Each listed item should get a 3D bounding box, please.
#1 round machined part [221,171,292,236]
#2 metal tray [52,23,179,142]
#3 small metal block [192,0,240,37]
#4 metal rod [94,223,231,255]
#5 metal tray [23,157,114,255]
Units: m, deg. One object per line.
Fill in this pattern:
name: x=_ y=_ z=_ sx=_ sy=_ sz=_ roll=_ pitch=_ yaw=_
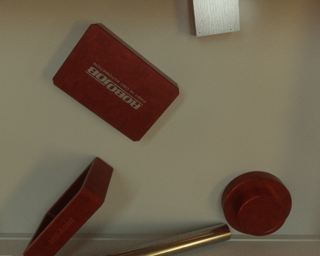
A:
round machined part: x=0.141 y=0.115 z=0.447 sx=0.099 sy=0.042 sz=0.097 roll=0 pitch=110 yaw=-1
metal tray: x=-0.053 y=-0.055 z=0.388 sx=0.130 sy=0.030 sz=0.090 roll=37 pitch=106 yaw=-13
small metal block: x=0.064 y=-0.137 z=0.362 sx=0.050 sy=0.025 sz=0.050 roll=-8 pitch=110 yaw=2
metal rod: x=-0.040 y=0.175 z=0.422 sx=0.303 sy=0.025 sz=0.025 roll=-7 pitch=112 yaw=-20
metal tray: x=-0.119 y=0.109 z=0.415 sx=0.030 sy=0.090 sz=0.130 roll=39 pitch=105 yaw=-13
